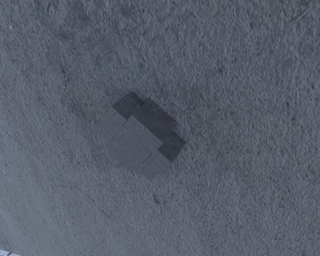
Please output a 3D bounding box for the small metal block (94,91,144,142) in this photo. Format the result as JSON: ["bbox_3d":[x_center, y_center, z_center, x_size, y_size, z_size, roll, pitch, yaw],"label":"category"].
[{"bbox_3d":[-0.052,-0.016,0.408,0.025,0.050,0.050,43,129,-2],"label":"small metal block"}]

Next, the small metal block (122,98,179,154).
[{"bbox_3d":[-0.011,-0.004,0.393,0.050,0.050,0.025,42,129,-1],"label":"small metal block"}]

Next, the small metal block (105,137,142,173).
[{"bbox_3d":[-0.038,0.024,0.425,0.050,0.050,0.025,43,129,-2],"label":"small metal block"}]

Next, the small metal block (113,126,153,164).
[{"bbox_3d":[-0.025,0.010,0.409,0.050,0.050,0.025,43,129,-2],"label":"small metal block"}]

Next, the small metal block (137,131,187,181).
[{"bbox_3d":[0.002,0.036,0.411,0.025,0.050,0.050,43,129,-2],"label":"small metal block"}]
